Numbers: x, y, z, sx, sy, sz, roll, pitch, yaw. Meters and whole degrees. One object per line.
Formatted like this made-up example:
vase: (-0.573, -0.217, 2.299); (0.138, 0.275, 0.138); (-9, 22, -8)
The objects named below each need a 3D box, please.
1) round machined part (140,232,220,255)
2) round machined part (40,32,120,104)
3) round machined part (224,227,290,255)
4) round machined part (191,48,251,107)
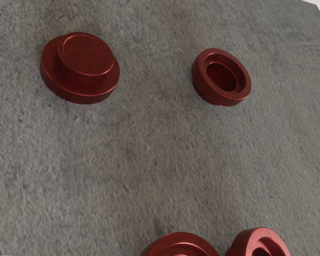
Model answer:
round machined part: (0.017, 0.158, 0.307); (0.099, 0.042, 0.098); (14, 56, -21)
round machined part: (-0.097, -0.082, 0.391); (0.099, 0.042, 0.098); (14, 56, -21)
round machined part: (0.107, 0.163, 0.343); (0.099, 0.042, 0.098); (22, 54, -35)
round machined part: (0.092, -0.075, 0.490); (0.099, 0.042, 0.098); (14, 56, -21)
